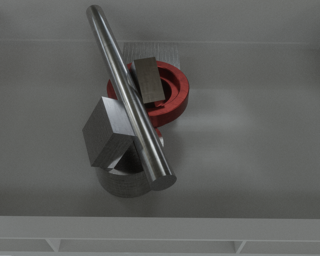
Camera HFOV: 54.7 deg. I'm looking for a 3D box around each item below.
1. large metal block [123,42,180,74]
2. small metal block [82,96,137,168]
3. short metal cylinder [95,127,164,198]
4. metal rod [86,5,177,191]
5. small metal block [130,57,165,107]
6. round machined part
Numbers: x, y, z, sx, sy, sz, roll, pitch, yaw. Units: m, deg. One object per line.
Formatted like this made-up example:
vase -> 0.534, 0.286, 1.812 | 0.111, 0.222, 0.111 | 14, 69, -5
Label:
large metal block -> -0.013, -0.081, 0.453 | 0.081, 0.050, 0.080 | 0, 50, -1
small metal block -> -0.053, 0.005, 0.314 | 0.025, 0.050, 0.050 | 11, 40, -37
short metal cylinder -> -0.036, 0.033, 0.359 | 0.081, 0.050, 0.080 | 0, 50, 0
metal rod -> -0.046, -0.060, 0.363 | 0.025, 0.025, 0.299 | -15, 52, -12
small metal block -> -0.017, -0.050, 0.367 | 0.025, 0.050, 0.050 | -12, 86, -15
round machined part -> -0.014, -0.038, 0.386 | 0.099, 0.042, 0.098 | 0, 50, 0
